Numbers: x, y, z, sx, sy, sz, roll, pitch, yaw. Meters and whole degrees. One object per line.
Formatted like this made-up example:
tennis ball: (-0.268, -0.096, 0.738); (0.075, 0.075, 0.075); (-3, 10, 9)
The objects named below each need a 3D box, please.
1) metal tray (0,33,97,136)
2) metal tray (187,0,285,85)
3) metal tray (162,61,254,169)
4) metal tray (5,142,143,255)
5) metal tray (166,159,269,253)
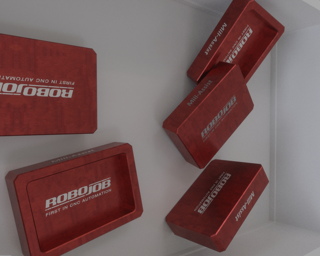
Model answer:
metal tray: (-0.126, -0.038, 0.297); (0.131, 0.030, 0.089); (-1, 91, -40)
metal tray: (0.110, -0.111, 0.449); (0.091, 0.030, 0.129); (17, 114, -39)
metal tray: (0.072, -0.018, 0.434); (0.130, 0.030, 0.090); (-47, 131, -15)
metal tray: (-0.084, 0.073, 0.332); (0.131, 0.030, 0.089); (-15, 100, -39)
metal tray: (0.080, 0.100, 0.431); (0.131, 0.090, 0.030); (-44, 117, -31)
